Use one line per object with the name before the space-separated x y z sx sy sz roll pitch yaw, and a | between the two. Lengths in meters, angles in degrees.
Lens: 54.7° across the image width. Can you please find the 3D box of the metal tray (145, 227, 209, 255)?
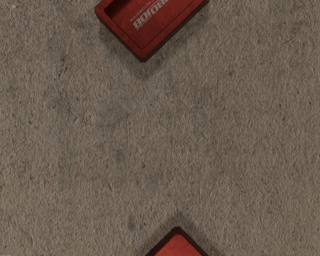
metal tray | 0.037 0.209 0.408 0.090 0.030 0.130 -44 91 0

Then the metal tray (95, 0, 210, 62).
metal tray | -0.008 -0.162 0.407 0.130 0.030 0.090 -44 91 0
